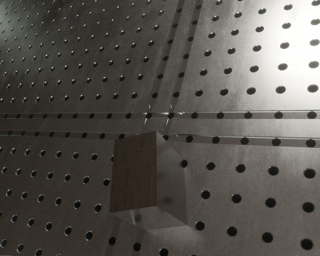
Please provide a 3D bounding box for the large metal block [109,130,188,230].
[{"bbox_3d":[-0.010,0.061,0.340,0.050,0.080,0.080,-14,56,20],"label":"large metal block"}]
